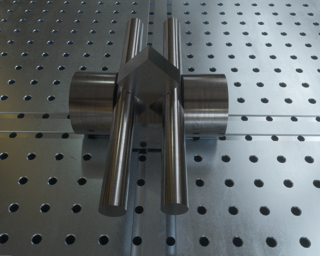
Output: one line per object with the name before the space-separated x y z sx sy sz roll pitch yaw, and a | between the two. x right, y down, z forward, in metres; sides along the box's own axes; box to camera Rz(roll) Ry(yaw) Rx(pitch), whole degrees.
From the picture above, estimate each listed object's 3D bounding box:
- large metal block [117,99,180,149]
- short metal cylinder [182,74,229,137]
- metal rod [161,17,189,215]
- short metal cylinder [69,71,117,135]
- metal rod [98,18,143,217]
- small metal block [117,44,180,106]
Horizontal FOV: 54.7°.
large metal block | -0.013 -0.020 0.403 0.081 0.050 0.080 1 50 0
short metal cylinder | 0.053 -0.028 0.391 0.050 0.080 0.080 0 50 1
metal rod | 0.015 -0.042 0.374 0.025 0.025 0.300 1 50 0
short metal cylinder | -0.078 -0.031 0.393 0.050 0.080 0.080 1 50 1
metal rod | -0.040 -0.041 0.372 0.025 0.025 0.300 1 50 0
small metal block | -0.013 -0.059 0.354 0.050 0.050 0.025 -31 41 33
